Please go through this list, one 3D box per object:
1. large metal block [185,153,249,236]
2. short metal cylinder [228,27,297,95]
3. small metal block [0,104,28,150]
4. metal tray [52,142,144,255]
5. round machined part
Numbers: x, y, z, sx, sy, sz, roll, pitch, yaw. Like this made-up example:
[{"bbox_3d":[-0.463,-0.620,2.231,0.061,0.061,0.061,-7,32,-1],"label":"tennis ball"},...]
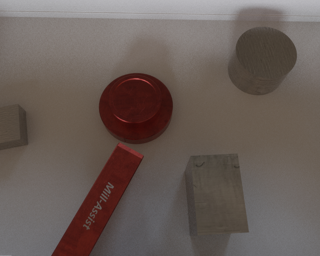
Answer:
[{"bbox_3d":[0.060,0.079,0.352,0.050,0.080,0.080,-3,70,-1],"label":"large metal block"},{"bbox_3d":[0.140,-0.092,0.432,0.081,0.050,0.080,0,70,0],"label":"short metal cylinder"},{"bbox_3d":[-0.205,0.000,0.407,0.050,0.025,0.050,-11,71,-5],"label":"small metal block"},{"bbox_3d":[-0.066,0.086,0.340,0.030,0.090,0.130,29,72,-1],"label":"metal tray"},{"bbox_3d":[-0.032,-0.031,0.412,0.099,0.042,0.098,0,70,-1],"label":"round machined part"}]
